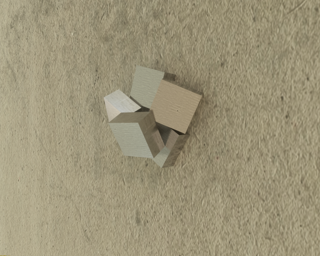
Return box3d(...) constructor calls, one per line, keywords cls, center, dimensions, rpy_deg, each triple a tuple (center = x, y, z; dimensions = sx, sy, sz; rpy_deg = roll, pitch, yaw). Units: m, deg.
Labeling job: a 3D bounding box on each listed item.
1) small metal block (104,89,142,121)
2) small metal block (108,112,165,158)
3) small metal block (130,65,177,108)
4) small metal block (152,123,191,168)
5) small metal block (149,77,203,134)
box3d(cls="small metal block", center=(-0.050, -0.017, 0.430), dimensions=(0.050, 0.025, 0.050), rpy_deg=(40, 150, 31))
box3d(cls="small metal block", center=(-0.028, 0.008, 0.381), dimensions=(0.050, 0.025, 0.050), rpy_deg=(0, 123, 39))
box3d(cls="small metal block", center=(-0.010, -0.053, 0.414), dimensions=(0.050, 0.025, 0.050), rpy_deg=(22, 104, 37))
box3d(cls="small metal block", center=(0.004, 0.016, 0.402), dimensions=(0.050, 0.025, 0.050), rpy_deg=(40, 114, 32))
box3d(cls="small metal block", center=(0.018, -0.028, 0.375), dimensions=(0.050, 0.025, 0.050), rpy_deg=(23, 107, 2))
